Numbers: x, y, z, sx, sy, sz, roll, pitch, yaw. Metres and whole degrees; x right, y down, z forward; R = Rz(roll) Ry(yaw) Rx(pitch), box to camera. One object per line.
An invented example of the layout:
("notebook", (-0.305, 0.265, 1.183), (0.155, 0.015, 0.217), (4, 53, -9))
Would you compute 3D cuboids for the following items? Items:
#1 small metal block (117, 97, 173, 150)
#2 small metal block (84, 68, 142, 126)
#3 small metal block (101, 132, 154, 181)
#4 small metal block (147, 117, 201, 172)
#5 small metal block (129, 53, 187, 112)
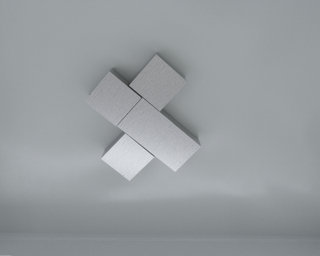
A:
("small metal block", (-0.019, -0.009, 0.405), (0.050, 0.025, 0.050), (40, 105, -14))
("small metal block", (-0.058, -0.039, 0.394), (0.050, 0.025, 0.050), (40, 105, -14))
("small metal block", (-0.043, 0.035, 0.422), (0.050, 0.025, 0.050), (41, 106, -14))
("small metal block", (0.018, 0.022, 0.417), (0.050, 0.025, 0.050), (40, 105, -14))
("small metal block", (-0.002, -0.058, 0.387), (0.050, 0.025, 0.050), (40, 104, -14))
